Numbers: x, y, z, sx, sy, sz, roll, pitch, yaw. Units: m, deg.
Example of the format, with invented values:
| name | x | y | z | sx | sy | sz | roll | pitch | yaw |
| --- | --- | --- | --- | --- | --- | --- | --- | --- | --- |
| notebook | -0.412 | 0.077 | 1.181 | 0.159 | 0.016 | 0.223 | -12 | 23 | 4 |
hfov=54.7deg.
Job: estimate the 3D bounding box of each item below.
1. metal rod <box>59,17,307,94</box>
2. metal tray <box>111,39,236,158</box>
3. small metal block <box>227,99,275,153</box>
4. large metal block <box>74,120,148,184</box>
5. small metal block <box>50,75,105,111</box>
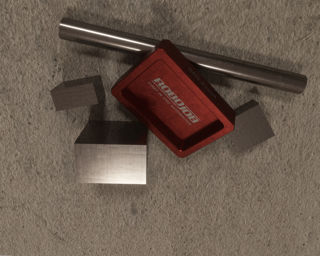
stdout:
| name | x | y | z | sx | sy | sz | roll | pitch | yaw |
| --- | --- | --- | --- | --- | --- | --- | --- | --- | --- |
| metal rod | 0.032 | -0.086 | 0.378 | 0.302 | 0.025 | 0.025 | 12 | 110 | -5 |
| metal tray | 0.017 | -0.030 | 0.377 | 0.090 | 0.030 | 0.130 | -34 | 111 | 33 |
| small metal block | 0.115 | -0.003 | 0.411 | 0.050 | 0.025 | 0.050 | -30 | 108 | 10 |
| large metal block | -0.056 | 0.028 | 0.390 | 0.081 | 0.080 | 0.050 | 1 | 110 | -1 |
| small metal block | -0.099 | -0.044 | 0.379 | 0.050 | 0.050 | 0.025 | -10 | 110 | 3 |
